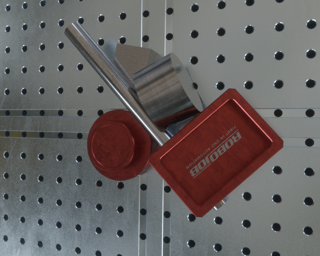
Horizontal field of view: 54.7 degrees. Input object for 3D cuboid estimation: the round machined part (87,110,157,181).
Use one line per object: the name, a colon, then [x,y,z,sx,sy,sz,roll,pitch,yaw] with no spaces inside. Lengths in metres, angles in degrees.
round machined part: [-0.058,0.023,0.422,0.098,0.042,0.097,0,90,19]

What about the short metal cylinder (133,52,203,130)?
short metal cylinder: [0.011,-0.044,0.378,0.050,0.080,0.080,-26,82,18]

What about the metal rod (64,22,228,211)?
metal rod: [-0.021,-0.018,0.401,0.025,0.025,0.300,-41,85,15]

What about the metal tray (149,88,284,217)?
metal tray: [0.064,0.028,0.364,0.130,0.030,0.090,-41,85,-1]

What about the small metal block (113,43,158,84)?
small metal block: [-0.036,-0.085,0.425,0.050,0.025,0.050,14,95,19]
